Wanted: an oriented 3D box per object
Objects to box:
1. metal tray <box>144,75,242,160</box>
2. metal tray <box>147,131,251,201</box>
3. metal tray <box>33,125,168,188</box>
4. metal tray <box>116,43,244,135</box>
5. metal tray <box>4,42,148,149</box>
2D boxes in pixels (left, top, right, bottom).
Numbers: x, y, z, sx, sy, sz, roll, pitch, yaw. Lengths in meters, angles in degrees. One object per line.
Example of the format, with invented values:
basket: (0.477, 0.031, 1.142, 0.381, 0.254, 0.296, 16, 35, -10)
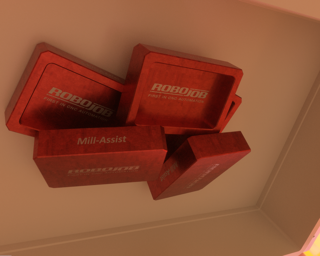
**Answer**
metal tray: (0.042, -0.006, 0.425, 0.091, 0.030, 0.129, 21, 107, -37)
metal tray: (0.049, 0.054, 0.424, 0.091, 0.030, 0.129, -5, 150, -33)
metal tray: (-0.063, 0.034, 0.347, 0.131, 0.030, 0.090, -3, 151, -10)
metal tray: (0.024, -0.038, 0.355, 0.131, 0.030, 0.089, 3, 117, -31)
metal tray: (-0.086, -0.024, 0.341, 0.131, 0.030, 0.090, 21, 107, -37)
